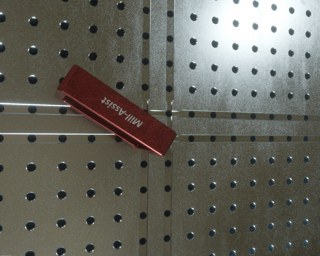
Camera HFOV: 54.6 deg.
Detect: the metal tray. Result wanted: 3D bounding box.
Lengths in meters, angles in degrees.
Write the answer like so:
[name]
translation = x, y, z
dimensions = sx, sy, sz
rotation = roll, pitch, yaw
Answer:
[metal tray]
translation = -0.054, -0.016, 0.358
dimensions = 0.130, 0.090, 0.030
rotation = 34, 79, -17
